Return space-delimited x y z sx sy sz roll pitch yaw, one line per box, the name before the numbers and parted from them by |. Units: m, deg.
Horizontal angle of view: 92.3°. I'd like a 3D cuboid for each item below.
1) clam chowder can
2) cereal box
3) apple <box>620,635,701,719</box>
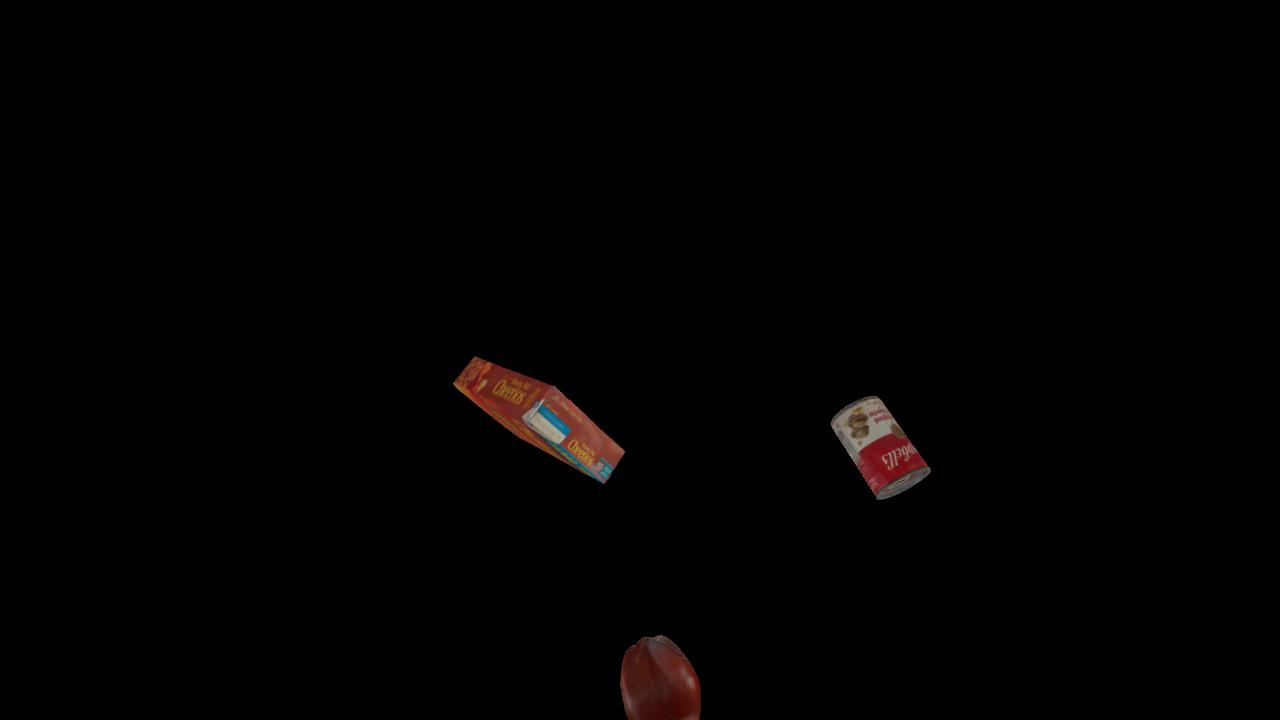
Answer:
clam chowder can | 0.277 0.101 0.714 0.068 0.102 0.068 -18 -32 -12
cereal box | -0.190 0.103 1.117 0.306 0.081 0.203 16 -25 50
apple | 0.020 0.312 0.579 0.079 0.093 0.079 -18 -37 -14
